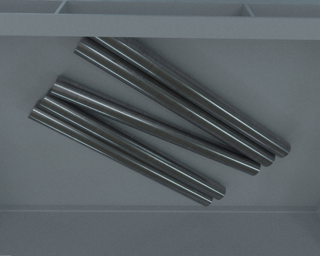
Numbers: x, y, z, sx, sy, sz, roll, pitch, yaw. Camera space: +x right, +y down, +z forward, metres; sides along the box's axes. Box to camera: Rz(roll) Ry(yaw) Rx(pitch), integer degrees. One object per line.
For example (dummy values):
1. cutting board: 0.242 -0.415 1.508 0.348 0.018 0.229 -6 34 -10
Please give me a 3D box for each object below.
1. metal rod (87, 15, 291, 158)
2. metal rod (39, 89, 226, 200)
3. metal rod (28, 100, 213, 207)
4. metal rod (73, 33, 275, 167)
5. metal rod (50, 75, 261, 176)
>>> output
1. metal rod: 0.052 -0.037 0.376 0.301 0.025 0.025 29 124 -23
2. metal rod: -0.022 0.033 0.436 0.301 0.025 0.025 31 124 -24
3. metal rod: -0.040 0.047 0.447 0.301 0.025 0.025 31 124 -24
4. metal rod: 0.035 -0.023 0.388 0.301 0.025 0.025 29 124 -23
5. metal rod: 0.008 0.004 0.411 0.302 0.025 0.025 23 127 -19
